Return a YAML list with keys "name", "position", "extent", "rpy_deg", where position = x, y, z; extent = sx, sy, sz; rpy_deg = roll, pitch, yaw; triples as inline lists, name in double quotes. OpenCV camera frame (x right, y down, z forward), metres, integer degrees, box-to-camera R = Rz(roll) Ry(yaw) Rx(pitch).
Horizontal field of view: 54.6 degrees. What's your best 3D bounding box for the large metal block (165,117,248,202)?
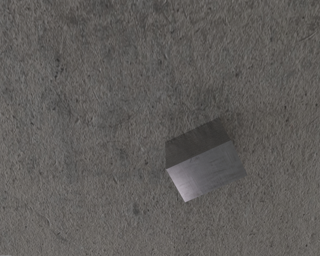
- name: "large metal block"
  position: [0.054, 0.037, 0.394]
  extent: [0.080, 0.080, 0.050]
  rpy_deg: [-26, 108, 9]
